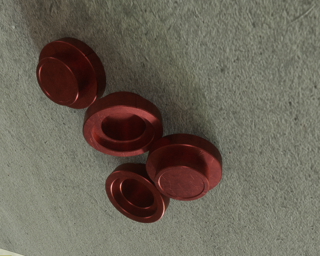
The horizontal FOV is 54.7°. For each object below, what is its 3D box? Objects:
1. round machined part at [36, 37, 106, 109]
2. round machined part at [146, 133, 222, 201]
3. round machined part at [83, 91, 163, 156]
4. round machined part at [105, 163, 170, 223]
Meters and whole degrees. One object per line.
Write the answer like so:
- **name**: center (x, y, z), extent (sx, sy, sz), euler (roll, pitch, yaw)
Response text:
- **round machined part**: center (-0.126, -0.069, 0.420), extent (0.098, 0.042, 0.097), euler (13, 124, 21)
- **round machined part**: center (0.030, 0.057, 0.397), extent (0.098, 0.042, 0.097), euler (6, 132, 7)
- **round machined part**: center (-0.046, -0.009, 0.396), extent (0.099, 0.042, 0.097), euler (-3, 139, -2)
- **round machined part**: center (-0.030, 0.093, 0.469), extent (0.098, 0.042, 0.097), euler (13, 124, 21)
